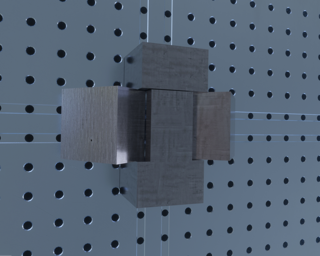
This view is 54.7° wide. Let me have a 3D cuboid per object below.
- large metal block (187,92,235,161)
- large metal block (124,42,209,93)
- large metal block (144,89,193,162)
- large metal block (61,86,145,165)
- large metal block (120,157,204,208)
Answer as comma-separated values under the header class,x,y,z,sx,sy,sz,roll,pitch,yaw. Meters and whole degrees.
class,x,y,z,sx,sy,sz,roll,pitch,yaw
large metal block,0.069,-0.002,0.401,0.050,0.080,0.079,1,89,17
large metal block,0.005,-0.068,0.385,0.081,0.080,0.050,1,90,-20
large metal block,0.000,-0.002,0.383,0.050,0.080,0.079,1,90,-20
large metal block,-0.065,-0.004,0.353,0.050,0.080,0.079,0,91,-60
large metal block,-0.001,0.061,0.383,0.081,0.080,0.050,1,90,-20
